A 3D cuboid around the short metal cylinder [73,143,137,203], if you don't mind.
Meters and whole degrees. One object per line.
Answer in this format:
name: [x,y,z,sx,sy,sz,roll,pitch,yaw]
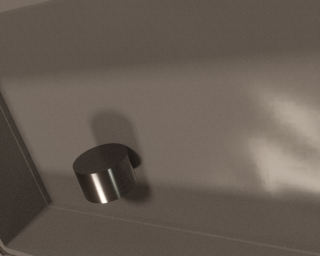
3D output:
short metal cylinder: [-0.080,0.064,0.453,0.080,0.080,0.050,0,119,28]
